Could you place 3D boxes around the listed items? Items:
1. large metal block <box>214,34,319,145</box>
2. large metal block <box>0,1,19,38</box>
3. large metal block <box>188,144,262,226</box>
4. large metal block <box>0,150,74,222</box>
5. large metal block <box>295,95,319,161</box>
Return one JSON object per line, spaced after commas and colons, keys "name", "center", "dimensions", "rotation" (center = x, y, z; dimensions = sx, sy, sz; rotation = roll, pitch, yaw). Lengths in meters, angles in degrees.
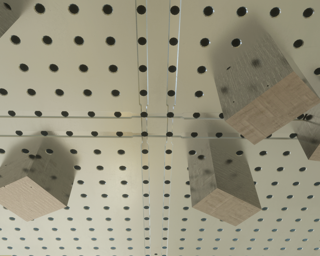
{"name": "large metal block", "center": [0.112, -0.042, 0.340], "dimensions": [0.050, 0.080, 0.080], "rotation": [35, 122, -26]}
{"name": "large metal block", "center": [-0.193, -0.105, 0.285], "dimensions": [0.050, 0.080, 0.080], "rotation": [-28, 125, 22]}
{"name": "large metal block", "center": [0.090, 0.082, 0.446], "dimensions": [0.080, 0.080, 0.050], "rotation": [28, 125, -22]}
{"name": "large metal block", "center": [-0.193, 0.090, 0.470], "dimensions": [0.080, 0.050, 0.080], "rotation": [-24, 126, 18]}
{"name": "large metal block", "center": [0.238, 0.000, 0.397], "dimensions": [0.080, 0.050, 0.079], "rotation": [8, 130, -7]}
